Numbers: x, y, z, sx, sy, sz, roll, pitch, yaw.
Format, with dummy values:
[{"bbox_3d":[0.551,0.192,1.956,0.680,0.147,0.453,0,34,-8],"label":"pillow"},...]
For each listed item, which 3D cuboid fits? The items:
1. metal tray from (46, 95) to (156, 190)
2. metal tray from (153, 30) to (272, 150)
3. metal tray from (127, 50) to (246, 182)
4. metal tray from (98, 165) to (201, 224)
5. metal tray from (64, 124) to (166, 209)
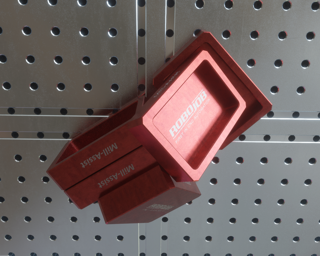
[{"bbox_3d":[-0.067,0.015,0.383,0.130,0.090,0.030,-31,108,10],"label":"metal tray"},{"bbox_3d":[0.066,-0.046,0.394,0.090,0.030,0.130,-42,105,13],"label":"metal tray"},{"bbox_3d":[0.036,-0.015,0.348,0.090,0.030,0.130,49,58,-16],"label":"metal tray"},{"bbox_3d":[-0.007,0.089,0.397,0.090,0.130,0.030,-31,66,11],"label":"metal tray"},{"bbox_3d":[-0.049,0.039,0.391,0.130,0.090,0.030,-31,108,10],"label":"metal tray"}]
